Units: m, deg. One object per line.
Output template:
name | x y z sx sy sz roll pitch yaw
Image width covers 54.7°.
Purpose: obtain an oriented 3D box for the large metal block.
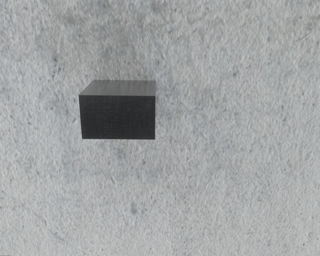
large metal block | -0.046 -0.025 0.371 0.081 0.080 0.050 1 110 -1
